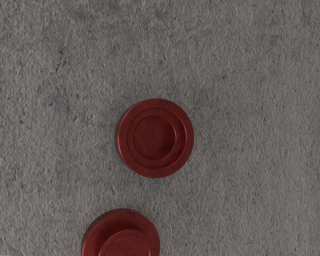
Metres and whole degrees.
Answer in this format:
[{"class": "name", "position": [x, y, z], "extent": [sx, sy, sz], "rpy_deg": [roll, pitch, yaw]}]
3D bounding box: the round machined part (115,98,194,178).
[{"class": "round machined part", "position": [-0.010, 0.012, 0.396], "extent": [0.099, 0.042, 0.097], "rpy_deg": [0, 90, -20]}]

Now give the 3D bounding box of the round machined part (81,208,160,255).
[{"class": "round machined part", "position": [-0.046, 0.153, 0.383], "extent": [0.099, 0.042, 0.097], "rpy_deg": [0, 90, -20]}]
